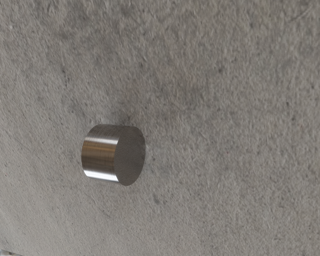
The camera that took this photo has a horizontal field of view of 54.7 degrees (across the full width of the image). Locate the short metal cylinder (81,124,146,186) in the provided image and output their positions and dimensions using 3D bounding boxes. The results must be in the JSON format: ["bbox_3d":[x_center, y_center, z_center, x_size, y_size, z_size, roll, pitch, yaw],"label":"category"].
[{"bbox_3d":[-0.061,0.036,0.424,0.050,0.080,0.079,5,121,25],"label":"short metal cylinder"}]
